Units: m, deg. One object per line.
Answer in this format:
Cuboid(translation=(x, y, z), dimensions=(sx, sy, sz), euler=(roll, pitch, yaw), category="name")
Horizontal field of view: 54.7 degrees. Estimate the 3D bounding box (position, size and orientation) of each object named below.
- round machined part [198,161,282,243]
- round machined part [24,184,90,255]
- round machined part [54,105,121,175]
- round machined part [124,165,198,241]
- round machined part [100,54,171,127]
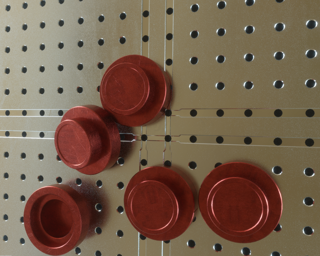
Cuboid(translation=(0.094, 0.089, 0.370), dimensions=(0.098, 0.042, 0.097), euler=(0, 90, 19), category="round machined part")
Cuboid(translation=(-0.145, 0.130, 0.453), dimensions=(0.098, 0.042, 0.097), euler=(0, 90, 19), category="round machined part")
Cuboid(translation=(-0.106, 0.019, 0.426), dimensions=(0.098, 0.042, 0.097), euler=(7, 105, 30), category="round machined part")
Cuboid(translation=(-0.003, 0.099, 0.404), dimensions=(0.098, 0.042, 0.097), euler=(0, 90, 19), category="round machined part")
Cuboid(translation=(-0.039, -0.050, 0.416), dimensions=(0.098, 0.042, 0.097), euler=(0, 90, 19), category="round machined part")
